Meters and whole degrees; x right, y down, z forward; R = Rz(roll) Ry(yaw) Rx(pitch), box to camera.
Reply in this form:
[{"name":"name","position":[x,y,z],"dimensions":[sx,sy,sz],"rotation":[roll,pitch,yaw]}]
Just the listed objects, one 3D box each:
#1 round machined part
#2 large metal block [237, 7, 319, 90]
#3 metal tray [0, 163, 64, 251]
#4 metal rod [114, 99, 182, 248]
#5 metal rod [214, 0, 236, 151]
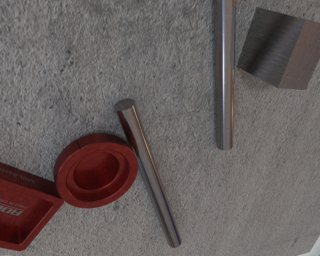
[{"name":"round machined part","position":[-0.081,0.048,0.383],"dimensions":[0.099,0.042,0.097],"rotation":[-14,125,-21]},{"name":"large metal block","position":[0.154,-0.102,0.395],"dimensions":[0.050,0.080,0.079],"rotation":[-1,119,-28]},{"name":"metal tray","position":[-0.191,0.087,0.353],"dimensions":[0.130,0.030,0.090],"rotation":[34,99,-39]},{"name":"metal rod","position":[-0.008,0.086,0.457],"dimensions":[0.025,0.025,0.298],"rotation":[-26,128,-12]},{"name":"metal rod","position":[0.083,-0.094,0.395],"dimensions":[0.025,0.025,0.298],"rotation":[-20,127,-17]}]
